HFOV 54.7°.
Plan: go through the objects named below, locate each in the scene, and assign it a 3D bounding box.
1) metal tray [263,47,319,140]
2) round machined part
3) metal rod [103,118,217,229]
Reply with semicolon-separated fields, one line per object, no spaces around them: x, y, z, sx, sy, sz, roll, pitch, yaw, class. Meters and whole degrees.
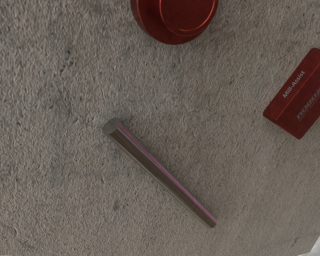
0.238;-0.052;0.505;0.090;0.030;0.129;26;104;-37;metal tray
0.022;-0.135;0.326;0.099;0.042;0.097;-14;125;-21;round machined part
0.017;0.085;0.470;0.025;0.025;0.300;-41;130;0;metal rod
